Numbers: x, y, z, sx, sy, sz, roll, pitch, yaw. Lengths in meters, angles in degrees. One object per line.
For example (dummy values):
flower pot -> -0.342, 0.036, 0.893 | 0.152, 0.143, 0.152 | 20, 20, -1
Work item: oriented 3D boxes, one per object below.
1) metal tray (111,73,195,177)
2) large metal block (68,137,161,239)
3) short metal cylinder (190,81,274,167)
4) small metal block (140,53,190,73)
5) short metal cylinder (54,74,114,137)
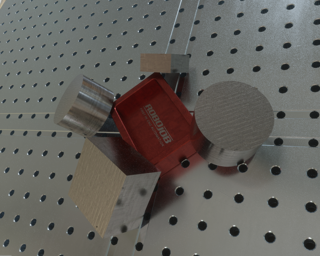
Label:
metal tray -> -0.007, -0.007, 0.412 | 0.090, 0.030, 0.130 | -35, 51, 4
large metal block -> -0.055, 0.065, 0.359 | 0.080, 0.050, 0.079 | 35, 112, 38
short metal cylinder -> 0.075, -0.004, 0.335 | 0.081, 0.050, 0.080 | 1, 65, -1
small metal block -> 0.007, -0.093, 0.442 | 0.050, 0.050, 0.025 | 10, 104, 32
short metal cylinder -> -0.111, -0.031, 0.451 | 0.080, 0.050, 0.080 | -36, 38, 35
